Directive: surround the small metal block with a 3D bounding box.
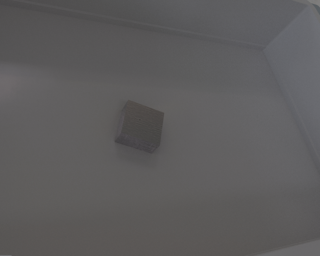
[{"bbox_3d":[-0.025,-0.001,0.393,0.050,0.025,0.050,19,54,-17],"label":"small metal block"}]
